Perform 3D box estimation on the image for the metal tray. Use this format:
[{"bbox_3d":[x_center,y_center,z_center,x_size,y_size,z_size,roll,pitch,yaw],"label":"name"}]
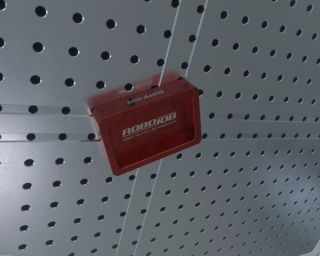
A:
[{"bbox_3d":[-0.012,-0.001,0.399,0.131,0.030,0.090,-20,126,-16],"label":"metal tray"}]
